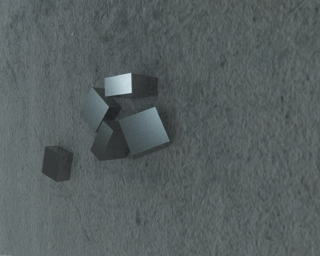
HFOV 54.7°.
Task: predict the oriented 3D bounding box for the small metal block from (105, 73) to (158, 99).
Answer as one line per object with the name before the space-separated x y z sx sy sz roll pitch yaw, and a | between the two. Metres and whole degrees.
small metal block | -0.039 -0.055 0.418 0.050 0.050 0.025 -2 89 39

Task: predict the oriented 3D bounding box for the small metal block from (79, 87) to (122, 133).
small metal block | -0.093 -0.027 0.479 0.050 0.025 0.050 47 118 29

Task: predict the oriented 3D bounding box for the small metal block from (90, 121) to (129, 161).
small metal block | -0.063 0.017 0.439 0.025 0.050 0.050 41 115 32

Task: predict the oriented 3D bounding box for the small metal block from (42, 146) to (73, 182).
small metal block | -0.184 0.063 0.553 0.050 0.025 0.050 18 101 38

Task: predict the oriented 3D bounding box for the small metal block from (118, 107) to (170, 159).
small metal block | -0.020 0.007 0.402 0.050 0.025 0.050 -21 72 -7
